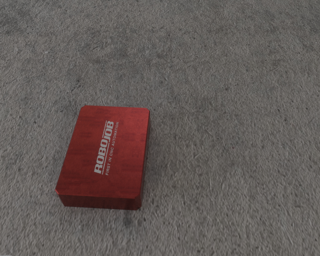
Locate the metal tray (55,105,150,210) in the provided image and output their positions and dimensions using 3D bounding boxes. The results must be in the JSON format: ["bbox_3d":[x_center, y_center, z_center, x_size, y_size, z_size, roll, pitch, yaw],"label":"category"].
[{"bbox_3d":[-0.062,0.031,0.374,0.090,0.030,0.130,3,50,2],"label":"metal tray"}]
